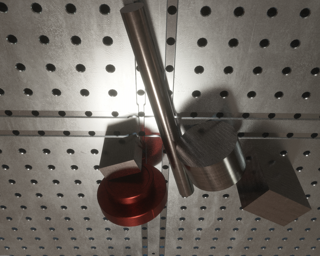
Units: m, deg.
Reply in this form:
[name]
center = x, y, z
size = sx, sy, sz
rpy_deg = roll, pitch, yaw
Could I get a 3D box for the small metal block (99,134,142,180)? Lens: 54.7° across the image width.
[small metal block]
center = -0.053, 0.040, 0.429
size = 0.050, 0.050, 0.025
rpy_deg = -16, 129, 12

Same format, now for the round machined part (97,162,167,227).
[round machined part]
center = -0.040, 0.084, 0.435
size = 0.099, 0.098, 0.042
rpy_deg = -5, 130, 4

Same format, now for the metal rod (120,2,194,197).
[metal rod]
center = 0.007, -0.010, 0.403
size = 0.025, 0.025, 0.299
rpy_deg = -11, 130, 8

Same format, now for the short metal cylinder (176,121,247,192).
[short metal cylinder]
center = 0.068, 0.036, 0.407
size = 0.080, 0.080, 0.050
rpy_deg = -18, 128, 14

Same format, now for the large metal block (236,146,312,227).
[large metal block]
center = 0.159, 0.085, 0.450
size = 0.080, 0.080, 0.050
rpy_deg = 26, 125, -21
